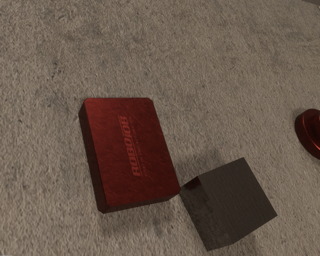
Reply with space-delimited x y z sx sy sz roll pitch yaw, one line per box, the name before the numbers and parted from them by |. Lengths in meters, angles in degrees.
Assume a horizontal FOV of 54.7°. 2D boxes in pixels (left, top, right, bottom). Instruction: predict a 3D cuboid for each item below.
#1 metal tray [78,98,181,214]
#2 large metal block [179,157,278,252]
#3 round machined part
metal tray | -0.038 0.026 0.365 0.091 0.030 0.130 -4 64 -30
large metal block | 0.081 0.091 0.378 0.081 0.050 0.080 -15 70 -34
round machined part | 0.293 0.007 0.550 0.099 0.042 0.098 14 56 -21
